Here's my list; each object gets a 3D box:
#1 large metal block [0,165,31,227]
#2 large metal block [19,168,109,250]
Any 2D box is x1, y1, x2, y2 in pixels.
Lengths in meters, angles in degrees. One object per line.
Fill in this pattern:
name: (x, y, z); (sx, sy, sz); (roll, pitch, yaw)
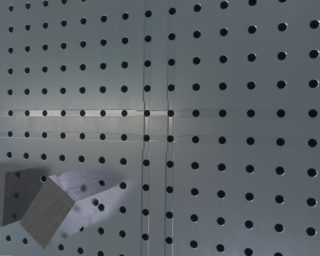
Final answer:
large metal block: (-0.258, 0.103, 0.492); (0.080, 0.050, 0.080); (4, 91, 20)
large metal block: (-0.130, 0.108, 0.430); (0.050, 0.080, 0.080); (38, 102, 16)
